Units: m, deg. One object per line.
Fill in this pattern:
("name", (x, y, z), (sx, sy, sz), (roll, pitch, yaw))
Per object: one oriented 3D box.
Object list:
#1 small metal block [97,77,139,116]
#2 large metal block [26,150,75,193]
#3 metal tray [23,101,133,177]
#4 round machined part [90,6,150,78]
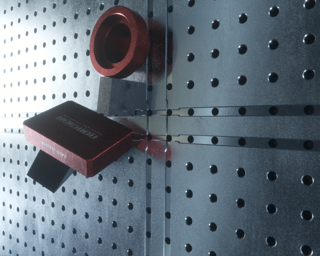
("small metal block", (-0.060, -0.045, 0.443), (0.025, 0.050, 0.050), (13, 98, 39))
("large metal block", (-0.152, 0.042, 0.490), (0.050, 0.080, 0.080), (36, 117, -3))
("metal tray", (-0.116, 0.010, 0.443), (0.130, 0.091, 0.030), (25, 128, 24))
("round machined part", (-0.053, -0.118, 0.440), (0.098, 0.042, 0.097), (-3, 85, 39))
